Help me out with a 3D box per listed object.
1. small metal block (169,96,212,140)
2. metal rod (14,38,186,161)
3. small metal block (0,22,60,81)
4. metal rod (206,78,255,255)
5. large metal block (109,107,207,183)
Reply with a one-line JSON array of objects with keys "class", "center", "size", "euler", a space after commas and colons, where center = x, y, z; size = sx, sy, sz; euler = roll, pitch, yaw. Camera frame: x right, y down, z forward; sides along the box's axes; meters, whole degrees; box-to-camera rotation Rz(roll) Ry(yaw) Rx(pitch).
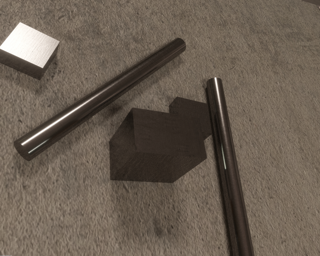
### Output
[{"class": "small metal block", "center": [0.042, -0.012, 0.436], "size": [0.050, 0.025, 0.050], "euler": [11, 57, -23]}, {"class": "metal rod", "center": [-0.054, -0.056, 0.409], "size": [0.025, 0.025, 0.302], "euler": [45, 51, 3]}, {"class": "small metal block", "center": [-0.158, -0.093, 0.376], "size": [0.050, 0.025, 0.050], "euler": [25, 53, -14]}, {"class": "metal rod", "center": [0.094, 0.056, 0.422], "size": [0.025, 0.025, 0.299], "euler": [11, 57, -23]}, {"class": "large metal block", "center": [-0.006, 0.024, 0.352], "size": [0.081, 0.080, 0.050], "euler": [8, 59, -25]}]
